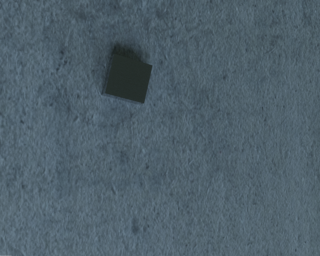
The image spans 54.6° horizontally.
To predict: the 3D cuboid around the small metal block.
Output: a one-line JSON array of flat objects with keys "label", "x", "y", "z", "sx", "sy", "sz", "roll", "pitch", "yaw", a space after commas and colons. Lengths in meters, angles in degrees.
[{"label": "small metal block", "x": -0.042, "y": -0.060, "z": 0.393, "sx": 0.050, "sy": 0.025, "sz": 0.050, "roll": 14, "pitch": 86, "yaw": -20}]
